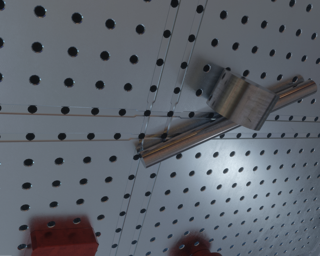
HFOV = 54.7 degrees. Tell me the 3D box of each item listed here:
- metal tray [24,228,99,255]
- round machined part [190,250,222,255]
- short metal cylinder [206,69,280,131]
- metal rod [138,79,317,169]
[{"bbox_3d":[-0.152,0.207,0.453,0.091,0.030,0.129,8,114,-32],"label":"metal tray"},{"bbox_3d":[0.085,0.285,0.623,0.099,0.042,0.097,-14,124,-21],"label":"round machined part"},{"bbox_3d":[0.109,-0.038,0.411,0.081,0.080,0.050,14,111,-34],"label":"short metal cylinder"},{"bbox_3d":[0.111,-0.011,0.464,0.302,0.025,0.025,-22,127,-15],"label":"metal rod"}]
